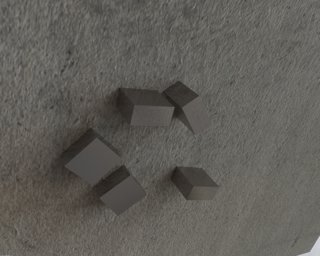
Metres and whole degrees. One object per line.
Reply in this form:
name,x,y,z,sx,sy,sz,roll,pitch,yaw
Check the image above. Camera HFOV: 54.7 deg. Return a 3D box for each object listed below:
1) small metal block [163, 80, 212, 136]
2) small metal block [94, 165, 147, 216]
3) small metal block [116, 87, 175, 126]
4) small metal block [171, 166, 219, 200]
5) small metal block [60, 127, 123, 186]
small metal block,0.035,-0.026,0.395,0.025,0.050,0.050,-35,129,-5
small metal block,-0.054,0.088,0.433,0.050,0.025,0.050,-36,130,-5
small metal block,-0.019,-0.025,0.366,0.050,0.050,0.025,1,118,-29
small metal block,0.053,0.084,0.474,0.050,0.050,0.025,8,114,-33
small metal block,-0.084,0.036,0.384,0.050,0.025,0.050,-42,130,0
